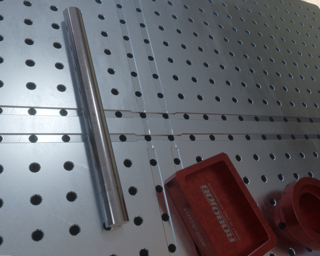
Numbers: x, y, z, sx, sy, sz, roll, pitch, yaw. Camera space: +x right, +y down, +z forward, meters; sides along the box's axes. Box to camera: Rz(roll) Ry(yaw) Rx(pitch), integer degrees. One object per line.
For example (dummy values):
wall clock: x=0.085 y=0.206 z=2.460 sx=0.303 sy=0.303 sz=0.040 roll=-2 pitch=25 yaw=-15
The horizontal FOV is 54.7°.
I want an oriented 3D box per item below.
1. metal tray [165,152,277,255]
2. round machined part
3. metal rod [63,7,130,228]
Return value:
metal tray: x=0.075 y=0.103 z=0.382 sx=0.091 sy=0.030 sz=0.130 roll=-17 pitch=71 yaw=-35
round machined part: x=0.209 y=0.122 z=0.435 sx=0.099 sy=0.042 sz=0.098 roll=14 pitch=56 yaw=-21
metal rod: x=-0.084 y=-0.031 z=0.381 sx=0.025 sy=0.025 sz=0.299 roll=-3 pitch=63 yaw=-30
